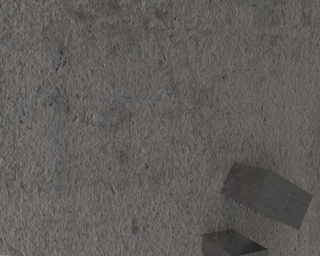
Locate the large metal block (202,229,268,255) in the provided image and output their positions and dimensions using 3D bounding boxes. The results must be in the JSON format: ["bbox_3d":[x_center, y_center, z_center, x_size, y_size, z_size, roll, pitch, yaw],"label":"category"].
[{"bbox_3d":[0.099,0.192,0.416,0.050,0.080,0.079,-2,91,-20],"label":"large metal block"}]

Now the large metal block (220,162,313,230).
[{"bbox_3d":[0.146,0.093,0.433,0.080,0.080,0.050,30,80,-18],"label":"large metal block"}]
